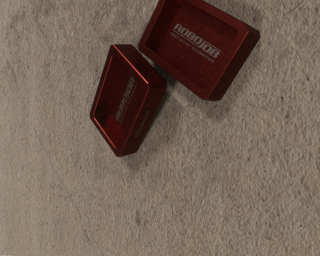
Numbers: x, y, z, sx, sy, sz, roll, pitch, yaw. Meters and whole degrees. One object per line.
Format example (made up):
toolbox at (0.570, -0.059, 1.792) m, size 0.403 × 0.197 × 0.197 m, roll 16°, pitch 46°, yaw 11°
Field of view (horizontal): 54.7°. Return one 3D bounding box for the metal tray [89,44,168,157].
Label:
metal tray at (-0.049, -0.035, 0.419) m, size 0.090 × 0.030 × 0.129 m, roll 50°, pitch 133°, yaw 27°

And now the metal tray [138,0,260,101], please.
metal tray at (0.039, -0.102, 0.367) m, size 0.130 × 0.030 × 0.089 m, roll 43°, pitch 116°, yaw 31°
